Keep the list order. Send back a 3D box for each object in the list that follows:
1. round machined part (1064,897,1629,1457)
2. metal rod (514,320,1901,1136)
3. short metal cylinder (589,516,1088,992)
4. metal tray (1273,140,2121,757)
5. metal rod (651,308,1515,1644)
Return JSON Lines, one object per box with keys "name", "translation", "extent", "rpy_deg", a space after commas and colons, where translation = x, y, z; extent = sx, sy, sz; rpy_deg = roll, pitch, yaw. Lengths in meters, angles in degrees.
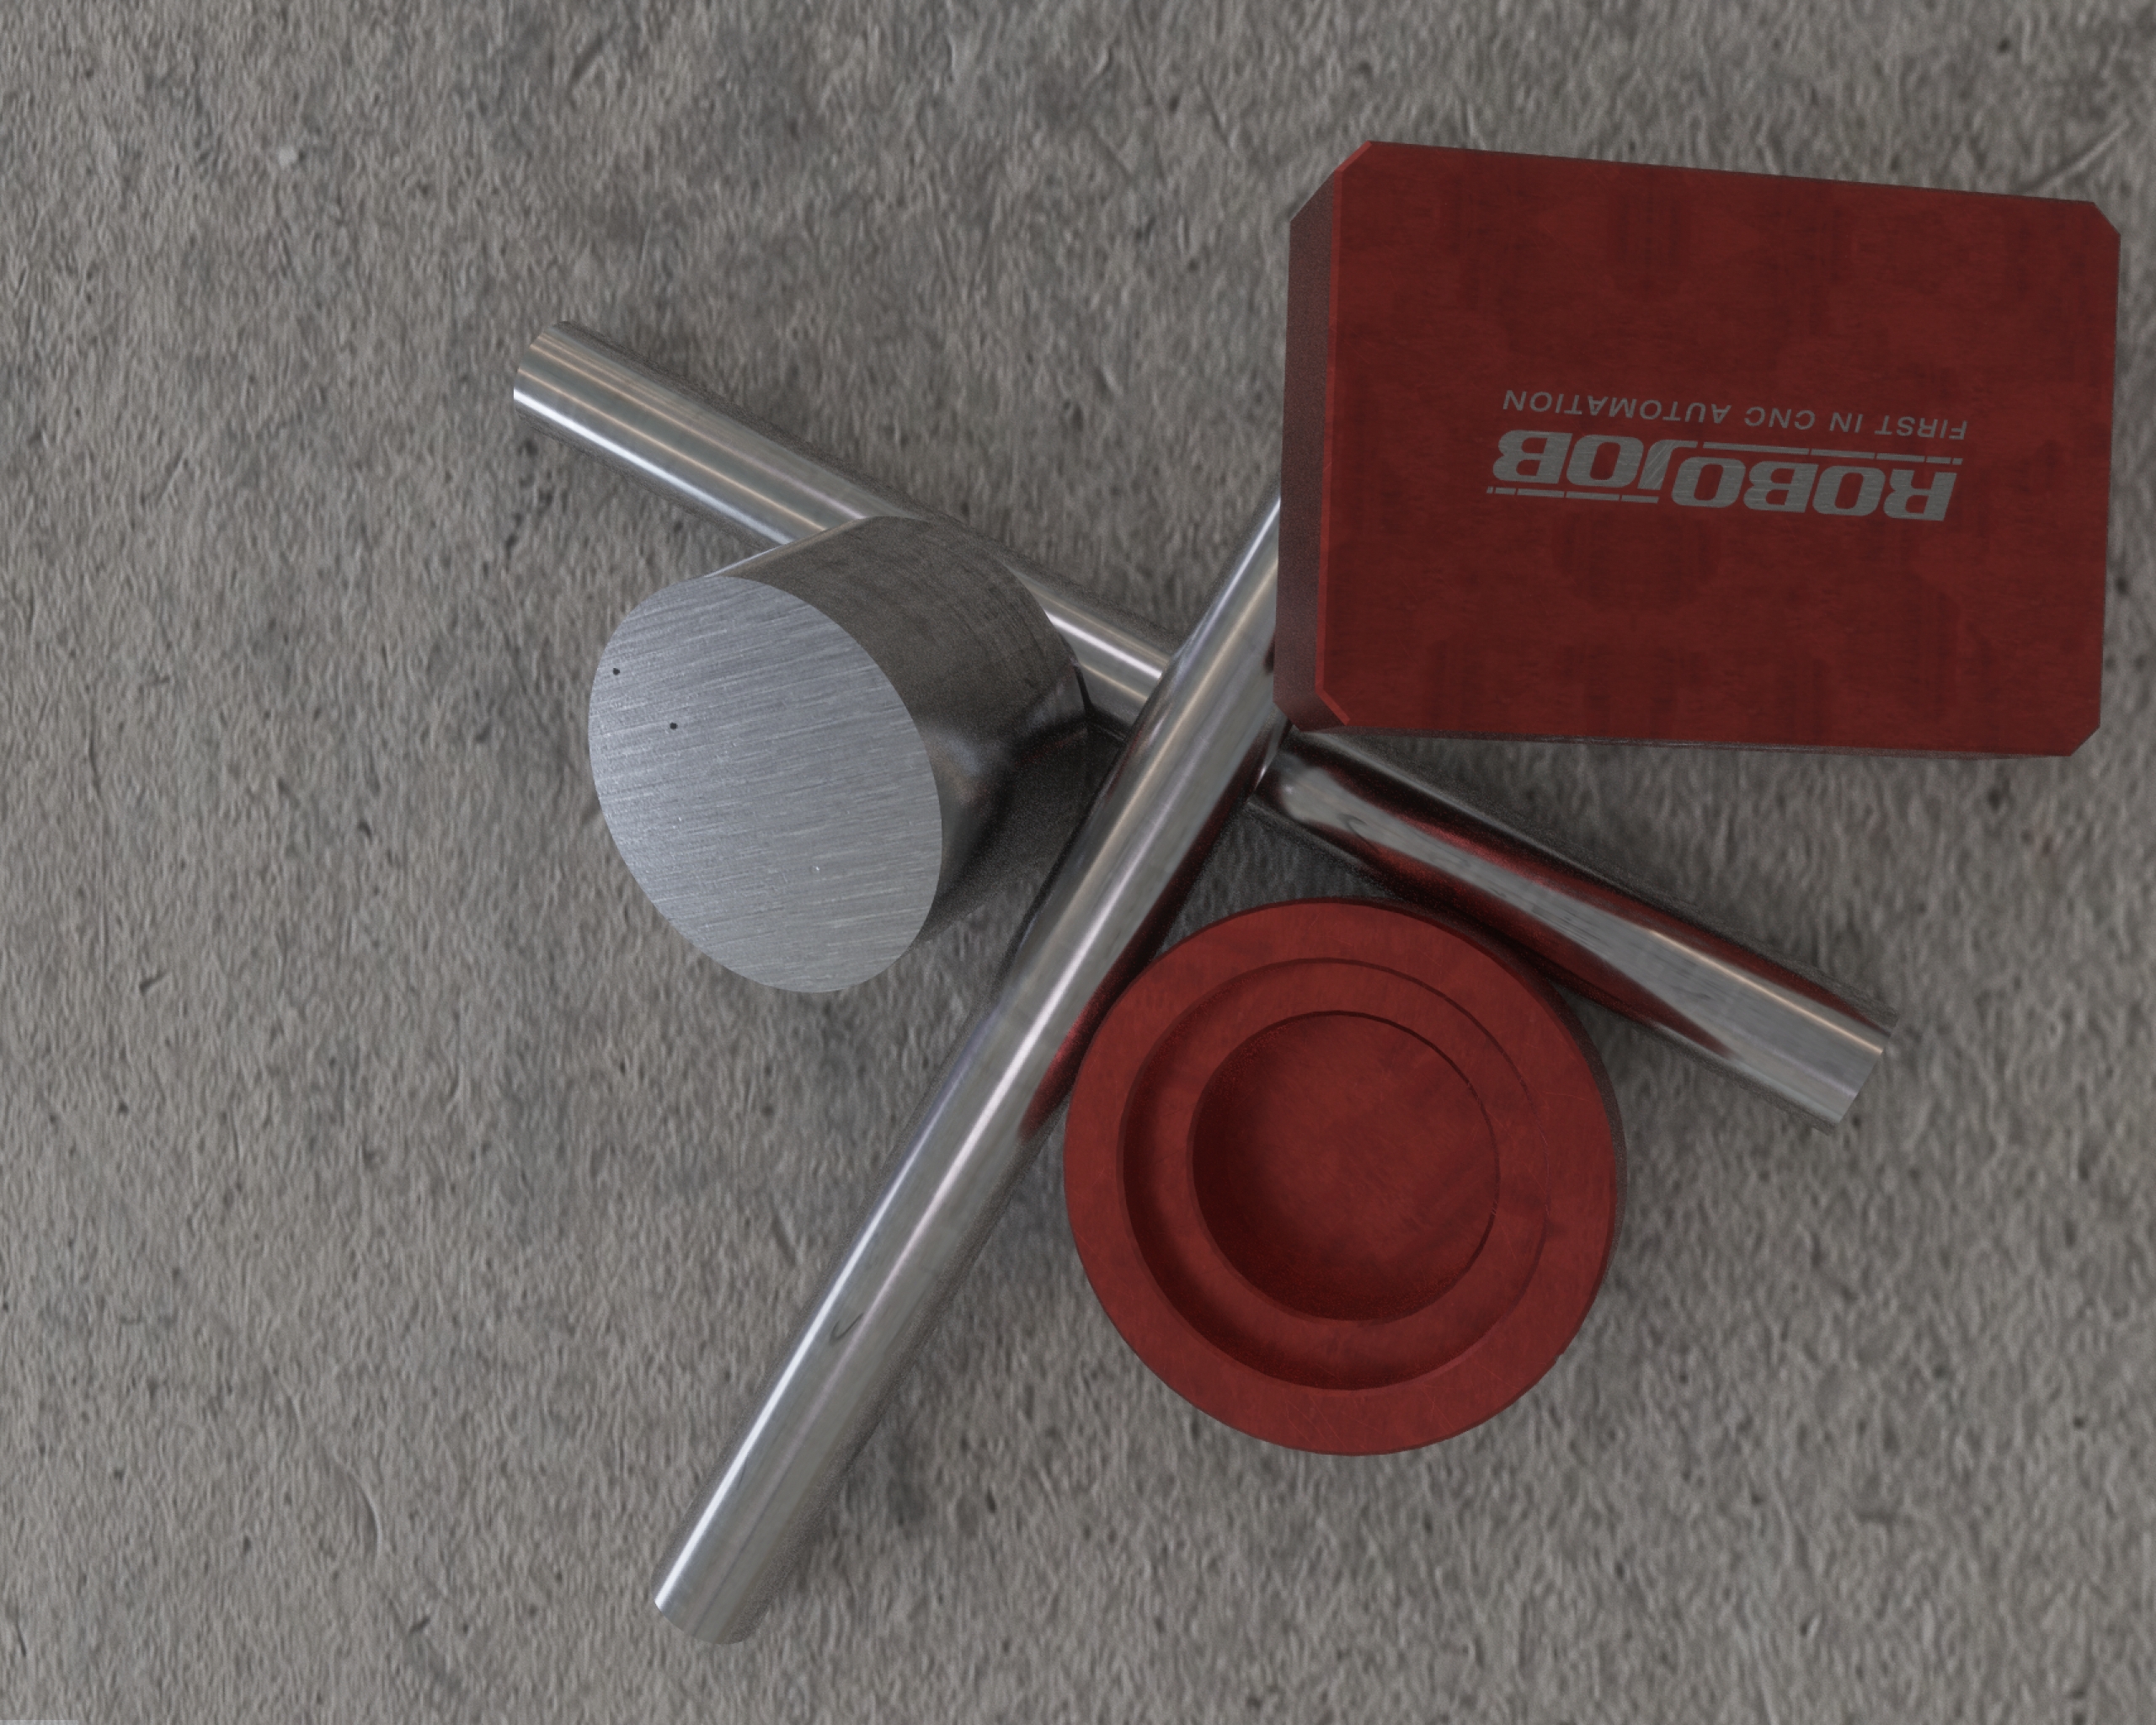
{"name": "round machined part", "translation": [0.051, 0.055, 0.383], "extent": [0.098, 0.042, 0.097], "rpy_deg": [0, 90, 20]}
{"name": "metal rod", "translation": [0.012, -0.034, 0.407], "extent": [0.300, 0.025, 0.025], "rpy_deg": [30, 100, 17]}
{"name": "short metal cylinder", "translation": [-0.046, -0.022, 0.399], "extent": [0.080, 0.050, 0.079], "rpy_deg": [13, 116, 27]}
{"name": "metal tray", "translation": [0.101, -0.064, 0.342], "extent": [0.131, 0.030, 0.089], "rpy_deg": [2, 91, -8]}
{"name": "metal rod", "translation": [-0.007, 0.030, 0.394], "extent": [0.025, 0.025, 0.298], "rpy_deg": [35, 108, 16]}
